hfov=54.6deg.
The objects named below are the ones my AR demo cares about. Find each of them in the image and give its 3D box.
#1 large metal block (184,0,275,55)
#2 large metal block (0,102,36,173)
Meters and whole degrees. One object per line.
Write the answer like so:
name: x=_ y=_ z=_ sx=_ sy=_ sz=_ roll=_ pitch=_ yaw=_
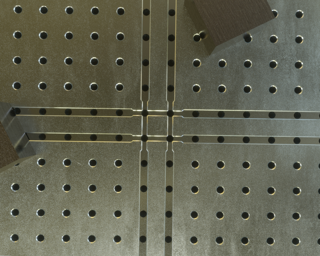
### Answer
large metal block: x=0.087 y=-0.152 z=0.401 sx=0.080 sy=0.050 sz=0.080 roll=-26 pitch=90 yaw=0
large metal block: x=-0.224 y=0.020 z=0.400 sx=0.080 sy=0.050 sz=0.080 roll=-27 pitch=90 yaw=0
